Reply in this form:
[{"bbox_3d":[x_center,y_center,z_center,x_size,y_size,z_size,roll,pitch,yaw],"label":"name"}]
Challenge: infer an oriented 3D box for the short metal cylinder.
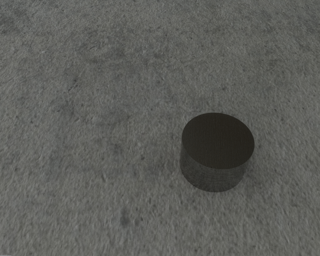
[{"bbox_3d":[0.065,0.028,0.364,0.081,0.050,0.080,0,50,0],"label":"short metal cylinder"}]
